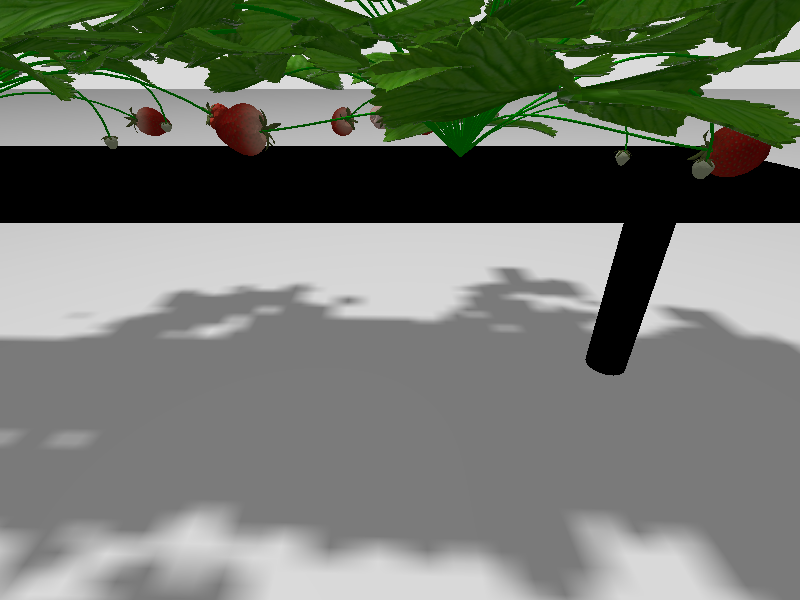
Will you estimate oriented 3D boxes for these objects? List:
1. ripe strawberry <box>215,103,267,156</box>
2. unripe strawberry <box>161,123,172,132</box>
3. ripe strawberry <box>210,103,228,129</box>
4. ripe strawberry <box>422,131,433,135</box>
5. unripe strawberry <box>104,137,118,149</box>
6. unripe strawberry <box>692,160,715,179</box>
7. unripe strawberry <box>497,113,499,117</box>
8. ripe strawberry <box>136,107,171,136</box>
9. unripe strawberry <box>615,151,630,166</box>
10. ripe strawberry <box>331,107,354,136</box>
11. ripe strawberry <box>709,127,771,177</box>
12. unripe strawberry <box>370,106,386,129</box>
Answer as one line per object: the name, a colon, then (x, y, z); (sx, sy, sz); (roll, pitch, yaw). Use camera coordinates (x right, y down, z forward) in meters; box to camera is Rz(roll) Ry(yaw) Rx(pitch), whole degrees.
ripe strawberry: (-0.135, -0.144, 0.340); (0.042, 0.041, 0.039); (2, 29, 5)
unripe strawberry: (-0.248, -0.184, 0.427); (0.010, 0.010, 0.009); (-20, 35, -31)
ripe strawberry: (-0.211, -0.215, 0.475); (0.029, 0.030, 0.026); (-1, 22, -45)
ripe strawberry: (0.028, -0.209, 0.463); (0.030, 0.032, 0.033); (-4, 29, -7)
unripe strawberry: (-0.236, -0.128, 0.327); (0.010, 0.010, 0.009); (0, 29, 1)
unripe strawberry: (0.186, -0.080, 0.246); (0.011, 0.011, 0.011); (19, 34, 30)
unripe strawberry: (0.121, -0.240, 0.522); (0.015, 0.014, 0.014); (9, 30, 15)
ripe strawberry: (-0.267, -0.193, 0.434); (0.033, 0.028, 0.033); (-10, 28, -43)
unripe strawberry: (0.164, -0.104, 0.296); (0.010, 0.010, 0.011); (10, 31, 17)
ripe strawberry: (-0.064, -0.194, 0.438); (0.025, 0.028, 0.027); (-24, 21, -36)
ripe strawberry: (0.225, -0.099, 0.267); (0.034, 0.033, 0.032); (12, 31, 19)
unripe strawberry: (-0.023, -0.227, 0.498); (0.031, 0.028, 0.028); (-10, 30, -18)
